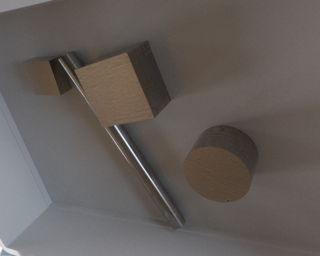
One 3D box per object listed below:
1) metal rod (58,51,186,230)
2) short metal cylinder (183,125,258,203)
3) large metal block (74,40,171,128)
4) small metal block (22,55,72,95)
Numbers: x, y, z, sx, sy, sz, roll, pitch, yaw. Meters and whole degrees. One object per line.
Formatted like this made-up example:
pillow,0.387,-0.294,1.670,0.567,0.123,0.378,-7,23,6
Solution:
metal rod,-0.048,0.027,0.448,0.025,0.025,0.299,-22,107,36
short metal cylinder,0.075,0.044,0.379,0.080,0.050,0.079,13,124,20
large metal block,-0.044,-0.052,0.382,0.080,0.050,0.080,-9,114,32
small metal block,-0.161,-0.075,0.445,0.050,0.025,0.050,3,120,26
